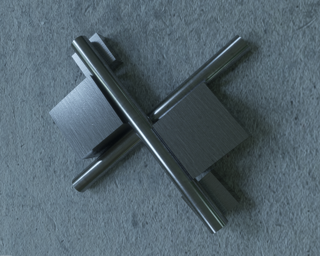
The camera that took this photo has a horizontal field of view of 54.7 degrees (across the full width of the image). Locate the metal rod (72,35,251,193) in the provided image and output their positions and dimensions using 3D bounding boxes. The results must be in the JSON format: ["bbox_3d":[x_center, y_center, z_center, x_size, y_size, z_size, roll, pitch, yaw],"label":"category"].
[{"bbox_3d":[-0.008,-0.010,0.414,0.299,0.025,0.025,-40,77,15],"label":"metal rod"}]

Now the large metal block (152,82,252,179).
[{"bbox_3d":[0.052,0.003,0.378,0.080,0.050,0.080,-41,77,15],"label":"large metal block"}]

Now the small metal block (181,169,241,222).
[{"bbox_3d":[0.064,0.087,0.388,0.050,0.025,0.050,-45,76,14],"label":"small metal block"}]

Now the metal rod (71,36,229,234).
[{"bbox_3d":[-0.020,-0.001,0.390,0.025,0.025,0.300,-41,77,15],"label":"metal rod"}]

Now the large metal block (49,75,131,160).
[{"bbox_3d":[-0.090,-0.014,0.427,0.080,0.050,0.080,-39,78,16],"label":"large metal block"}]

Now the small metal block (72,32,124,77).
[{"bbox_3d":[-0.089,-0.098,0.442,0.050,0.025,0.050,-39,78,15],"label":"small metal block"}]
